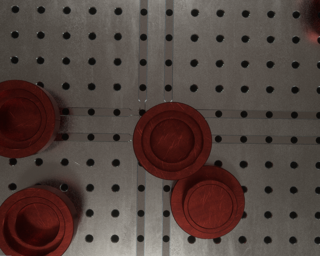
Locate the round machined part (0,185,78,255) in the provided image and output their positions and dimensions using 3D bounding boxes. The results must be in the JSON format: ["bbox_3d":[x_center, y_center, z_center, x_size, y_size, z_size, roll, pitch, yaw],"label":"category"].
[{"bbox_3d":[-0.156,0.123,0.403,0.099,0.042,0.097,0,90,-1],"label":"round machined part"}]

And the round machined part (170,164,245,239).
[{"bbox_3d":[0.063,0.098,0.406,0.099,0.042,0.097,0,90,-1],"label":"round machined part"}]

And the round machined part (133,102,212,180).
[{"bbox_3d":[0.016,0.017,0.404,0.099,0.042,0.097,0,88,1],"label":"round machined part"}]

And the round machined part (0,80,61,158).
[{"bbox_3d":[-0.179,-0.011,0.403,0.099,0.042,0.097,0,90,-1],"label":"round machined part"}]
